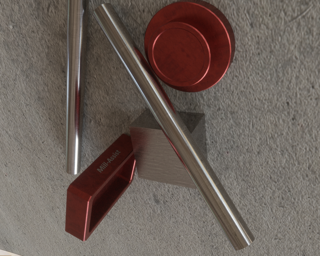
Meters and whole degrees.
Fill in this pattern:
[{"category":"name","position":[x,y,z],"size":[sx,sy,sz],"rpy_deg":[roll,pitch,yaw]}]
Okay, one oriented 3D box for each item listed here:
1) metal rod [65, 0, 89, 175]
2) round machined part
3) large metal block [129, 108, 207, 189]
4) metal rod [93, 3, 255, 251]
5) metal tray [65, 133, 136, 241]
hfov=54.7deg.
[{"category":"metal rod","position":[-0.120,-0.048,0.438],"size":[0.025,0.025,0.298],"rpy_deg":[23,127,14]},{"category":"round machined part","position":[0.027,-0.082,0.330],"size":[0.098,0.042,0.097],"rpy_deg":[13,124,20]},{"category":"large metal block","position":[0.014,0.024,0.398],"size":[0.080,0.050,0.079],"rpy_deg":[7,122,24]},{"category":"metal rod","position":[0.010,-0.008,0.338],"size":[0.025,0.025,0.299],"rpy_deg":[-37,80,38]},{"category":"metal tray","position":[-0.075,0.077,0.424],"size":[0.030,0.131,0.089],"rpy_deg":[25,127,13]}]
